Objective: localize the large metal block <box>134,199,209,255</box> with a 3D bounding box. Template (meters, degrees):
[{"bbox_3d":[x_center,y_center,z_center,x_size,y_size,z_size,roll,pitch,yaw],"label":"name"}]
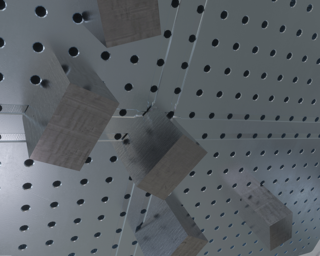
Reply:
[{"bbox_3d":[0.015,0.174,0.491,0.050,0.080,0.080,31,101,-38],"label":"large metal block"}]

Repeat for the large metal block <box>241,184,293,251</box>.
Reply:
[{"bbox_3d":[0.202,0.169,0.589,0.050,0.080,0.080,-26,128,-12],"label":"large metal block"}]

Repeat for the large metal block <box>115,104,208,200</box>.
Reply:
[{"bbox_3d":[-0.001,0.029,0.392,0.080,0.080,0.050,-49,129,6],"label":"large metal block"}]

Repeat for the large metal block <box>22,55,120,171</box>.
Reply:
[{"bbox_3d":[-0.094,-0.017,0.314,0.050,0.080,0.080,23,106,-36],"label":"large metal block"}]

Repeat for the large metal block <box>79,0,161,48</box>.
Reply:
[{"bbox_3d":[-0.042,-0.126,0.274,0.050,0.080,0.080,-19,126,-17],"label":"large metal block"}]
